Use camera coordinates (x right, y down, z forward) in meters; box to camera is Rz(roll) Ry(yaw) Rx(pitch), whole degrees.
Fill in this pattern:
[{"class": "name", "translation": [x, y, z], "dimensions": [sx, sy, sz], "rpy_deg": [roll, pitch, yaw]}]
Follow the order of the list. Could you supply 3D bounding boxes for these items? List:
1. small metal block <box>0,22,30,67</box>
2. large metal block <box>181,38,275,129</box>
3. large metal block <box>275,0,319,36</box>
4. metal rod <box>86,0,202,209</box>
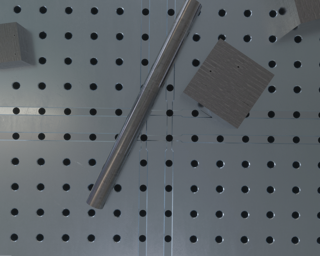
[{"class": "small metal block", "translation": [-0.207, -0.109, 0.411], "dimensions": [0.050, 0.025, 0.050], "rpy_deg": [-8, 90, 0]}, {"class": "large metal block", "translation": [0.084, -0.054, 0.401], "dimensions": [0.080, 0.050, 0.080], "rpy_deg": [34, 90, 0]}, {"class": "large metal block", "translation": [0.200, -0.176, 0.402], "dimensions": [0.080, 0.050, 0.080], "rpy_deg": [-15, 90, 0]}, {"class": "metal rod", "translation": [-0.021, -0.032, 0.413], "dimensions": [0.025, 0.025, 0.299], "rpy_deg": [26, 90, 0]}]
